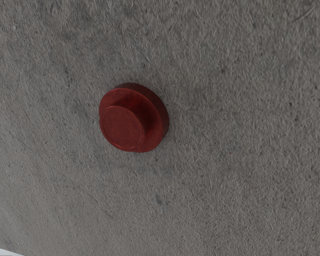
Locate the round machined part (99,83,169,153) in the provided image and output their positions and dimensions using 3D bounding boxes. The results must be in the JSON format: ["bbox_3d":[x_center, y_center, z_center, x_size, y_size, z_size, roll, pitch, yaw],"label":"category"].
[{"bbox_3d":[-0.041,-0.007,0.414,0.098,0.042,0.097,13,124,21],"label":"round machined part"}]
